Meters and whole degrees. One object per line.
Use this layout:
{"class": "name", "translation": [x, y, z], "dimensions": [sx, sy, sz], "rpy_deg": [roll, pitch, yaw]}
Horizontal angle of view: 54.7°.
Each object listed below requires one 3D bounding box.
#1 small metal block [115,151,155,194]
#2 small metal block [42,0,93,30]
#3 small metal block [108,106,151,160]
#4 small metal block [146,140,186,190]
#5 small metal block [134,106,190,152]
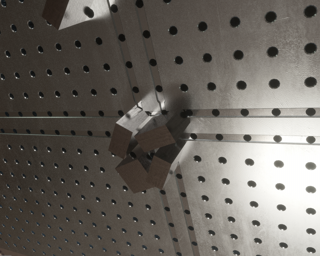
{"class": "small metal block", "translation": [-0.031, 0.067, 0.467], "dimensions": [0.050, 0.025, 0.050], "rpy_deg": [-25, 105, 36]}
{"class": "small metal block", "translation": [-0.103, -0.146, 0.357], "dimensions": [0.025, 0.050, 0.050], "rpy_deg": [40, 129, 1]}
{"class": "small metal block", "translation": [-0.041, 0.006, 0.419], "dimensions": [0.025, 0.050, 0.050], "rpy_deg": [29, 128, 9]}
{"class": "small metal block", "translation": [0.008, 0.046, 0.418], "dimensions": [0.025, 0.050, 0.050], "rpy_deg": [26, 127, 12]}
{"class": "small metal block", "translation": [0.004, 0.002, 0.393], "dimensions": [0.050, 0.050, 0.025], "rpy_deg": [-20, 108, 35]}
